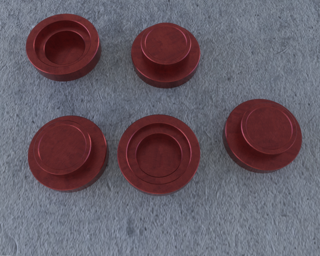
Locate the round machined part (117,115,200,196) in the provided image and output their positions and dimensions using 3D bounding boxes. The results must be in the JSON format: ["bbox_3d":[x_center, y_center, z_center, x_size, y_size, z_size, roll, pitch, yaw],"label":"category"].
[{"bbox_3d":[-0.001,0.036,0.386,0.099,0.042,0.098,0,70,0],"label":"round machined part"}]

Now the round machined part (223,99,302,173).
[{"bbox_3d":[0.134,0.006,0.398,0.099,0.042,0.098,0,70,0],"label":"round machined part"}]

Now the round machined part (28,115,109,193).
[{"bbox_3d":[-0.116,0.029,0.388,0.099,0.042,0.098,0,70,0],"label":"round machined part"}]

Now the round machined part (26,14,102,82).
[{"bbox_3d":[-0.132,-0.108,0.438,0.099,0.042,0.098,0,70,0],"label":"round machined part"}]

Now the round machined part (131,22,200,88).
[{"bbox_3d":[0.008,-0.109,0.439,0.099,0.042,0.098,0,70,0],"label":"round machined part"}]
